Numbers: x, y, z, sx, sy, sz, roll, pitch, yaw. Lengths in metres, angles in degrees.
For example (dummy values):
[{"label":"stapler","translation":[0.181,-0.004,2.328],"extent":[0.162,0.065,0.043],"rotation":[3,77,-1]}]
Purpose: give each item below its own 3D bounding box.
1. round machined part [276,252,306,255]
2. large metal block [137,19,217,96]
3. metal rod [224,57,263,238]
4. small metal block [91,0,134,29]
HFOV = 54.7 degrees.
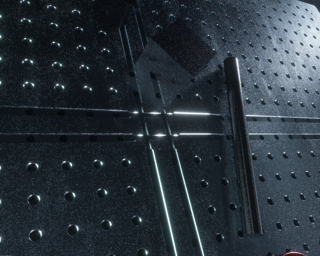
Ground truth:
[{"label":"round machined part","translation":[0.174,0.201,0.371],"extent":[0.099,0.042,0.098],"rotation":[14,56,-21]},{"label":"large metal block","translation":[0.027,-0.109,0.475],"extent":[0.080,0.050,0.080],"rotation":[43,51,1]},{"label":"metal rod","translation":[0.122,0.009,0.470],"extent":[0.025,0.025,0.299],"rotation":[15,55,-20]},{"label":"small metal block","translation":[-0.071,-0.184,0.467],"extent":[0.050,0.050,0.025],"rotation":[11,57,-23]}]
